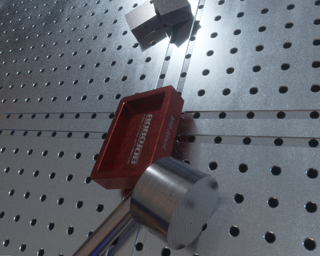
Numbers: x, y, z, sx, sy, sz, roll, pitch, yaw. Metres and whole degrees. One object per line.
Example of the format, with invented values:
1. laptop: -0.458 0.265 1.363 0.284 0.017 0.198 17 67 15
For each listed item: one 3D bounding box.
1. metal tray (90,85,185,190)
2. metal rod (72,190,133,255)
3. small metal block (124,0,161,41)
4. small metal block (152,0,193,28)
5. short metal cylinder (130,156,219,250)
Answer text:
1. metal tray: -0.026 0.011 0.391 0.090 0.030 0.130 -10 49 34
2. metal rod: -0.091 0.155 0.361 0.300 0.025 0.025 -47 51 -5
3. small metal block: -0.029 -0.187 0.539 0.050 0.025 0.050 -29 52 10
4. small metal block: 0.020 -0.197 0.512 0.050 0.025 0.050 -20 53 -1
5. short metal cylinder: 0.016 0.075 0.319 0.050 0.080 0.080 25 75 37
